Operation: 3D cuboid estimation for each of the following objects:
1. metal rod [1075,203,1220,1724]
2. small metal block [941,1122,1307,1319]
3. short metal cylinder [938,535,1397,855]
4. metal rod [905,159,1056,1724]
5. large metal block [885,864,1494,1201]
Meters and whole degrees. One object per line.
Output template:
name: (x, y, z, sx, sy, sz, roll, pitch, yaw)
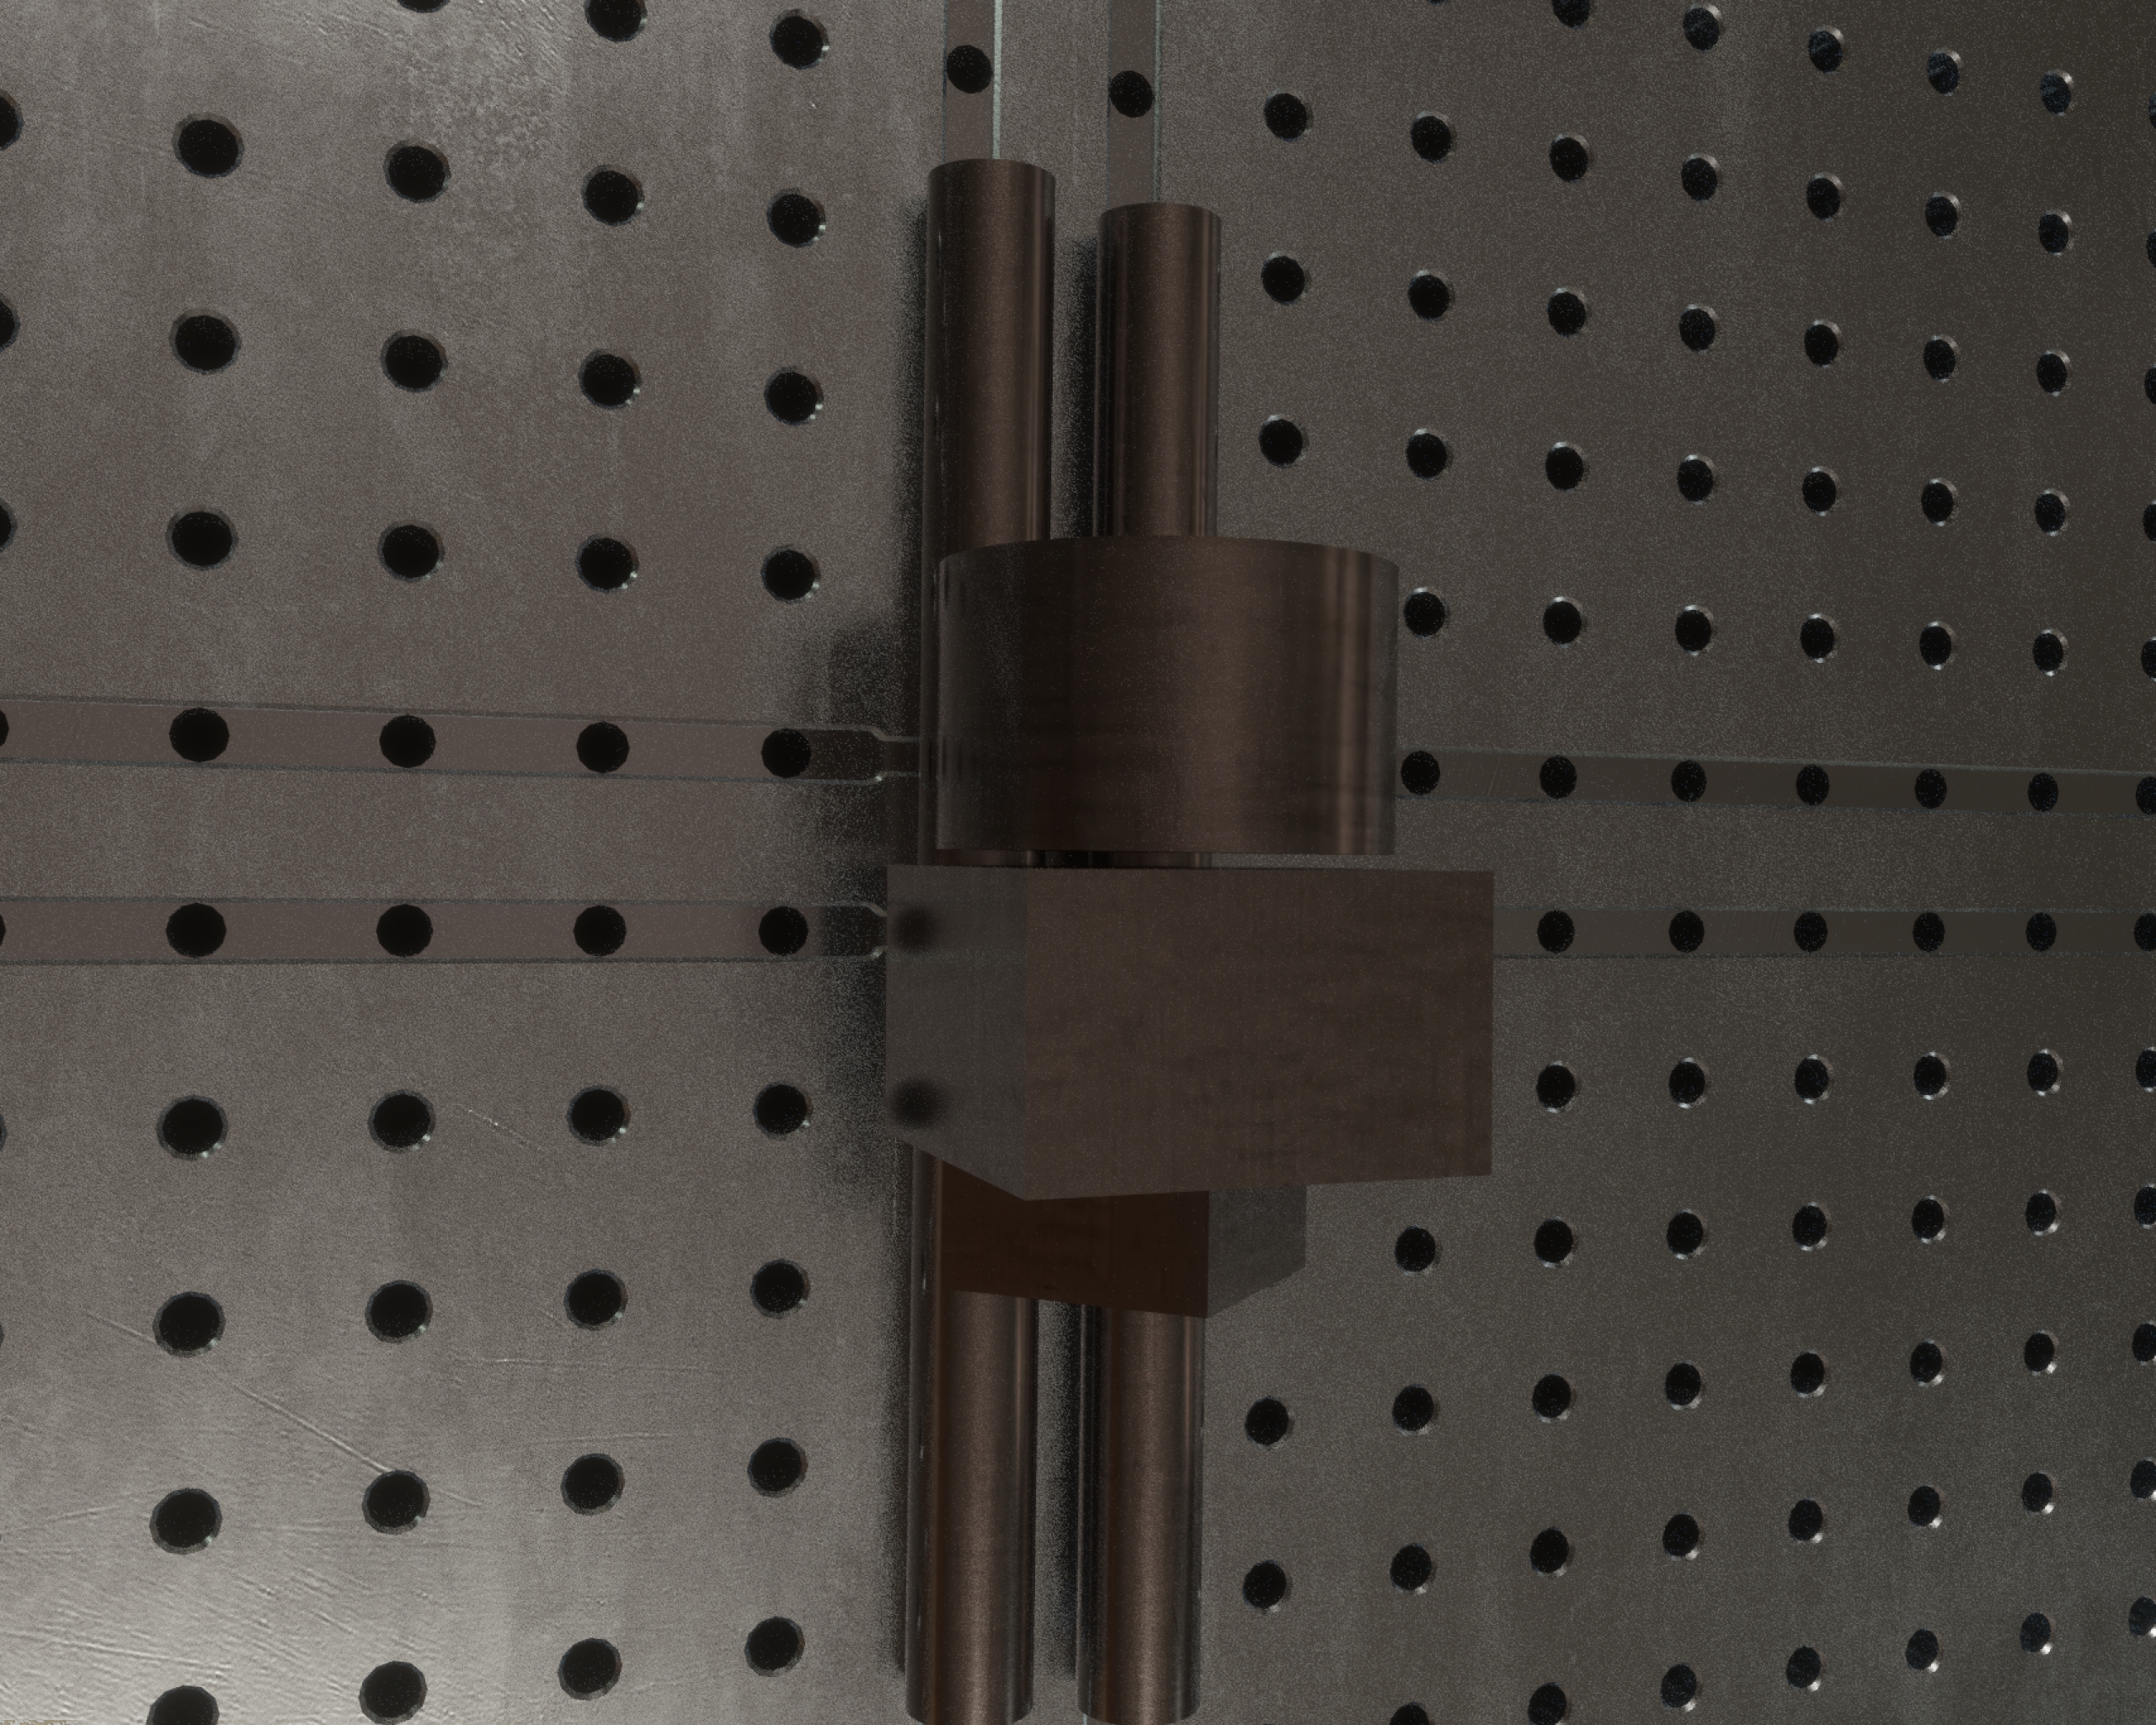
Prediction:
metal rod: (0.014, 0.020, 0.420, 0.025, 0.025, 0.298, 1, 90, -20)
small metal block: (0.010, 0.063, 0.380, 0.050, 0.050, 0.025, 1, 90, -65)
short metal cylinder: (0.016, -0.027, 0.368, 0.081, 0.080, 0.050, 1, 90, -20)
metal rod: (-0.019, 0.015, 0.408, 0.025, 0.025, 0.298, 1, 90, -20)
large metal block: (0.016, 0.026, 0.364, 0.081, 0.080, 0.050, 0, 90, -20)
